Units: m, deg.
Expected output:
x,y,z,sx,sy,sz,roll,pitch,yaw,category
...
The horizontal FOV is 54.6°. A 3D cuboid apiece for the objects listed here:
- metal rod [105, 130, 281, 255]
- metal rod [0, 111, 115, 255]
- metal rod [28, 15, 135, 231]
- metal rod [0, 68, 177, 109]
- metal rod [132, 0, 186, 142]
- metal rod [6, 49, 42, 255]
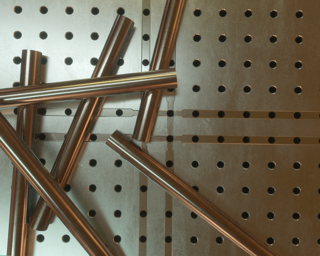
x,y,z,sx,sy,sz,roll,pitch,yaw,category
0.054,0.104,0.413,0.300,0.025,0.025,38,90,0,metal rod
-0.141,0.072,0.384,0.025,0.025,0.299,-34,101,0,metal rod
-0.104,-0.007,0.412,0.025,0.025,0.299,23,90,0,metal rod
-0.130,-0.044,0.386,0.302,0.025,0.025,-7,90,0,metal rod
0.011,-0.129,0.413,0.025,0.025,0.299,14,90,0,metal rod
-0.181,0.048,0.412,0.025,0.025,0.298,4,90,0,metal rod
